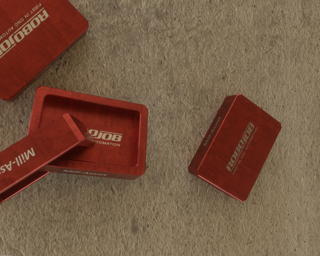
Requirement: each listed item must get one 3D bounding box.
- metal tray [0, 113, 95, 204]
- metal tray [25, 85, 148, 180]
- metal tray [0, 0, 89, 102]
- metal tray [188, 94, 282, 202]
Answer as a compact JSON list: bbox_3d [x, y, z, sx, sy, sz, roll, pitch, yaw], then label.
[{"bbox_3d":[-0.133,0.037,0.312,0.130,0.090,0.030,-33,88,-7],"label":"metal tray"},{"bbox_3d":[-0.082,0.008,0.361,0.131,0.030,0.090,9,67,-20],"label":"metal tray"},{"bbox_3d":[-0.158,-0.104,0.348,0.090,0.030,0.130,45,76,-15],"label":"metal tray"},{"bbox_3d":[0.110,0.028,0.447,0.090,0.030,0.130,33,79,-17],"label":"metal tray"}]
